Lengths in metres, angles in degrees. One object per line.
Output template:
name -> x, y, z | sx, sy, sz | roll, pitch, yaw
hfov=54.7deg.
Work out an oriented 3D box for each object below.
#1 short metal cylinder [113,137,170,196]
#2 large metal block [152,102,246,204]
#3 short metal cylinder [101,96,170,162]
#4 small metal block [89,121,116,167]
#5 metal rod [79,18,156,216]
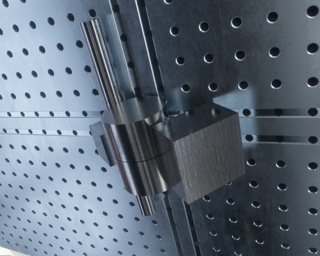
short metal cylinder -> -0.015, 0.043, 0.405 | 0.080, 0.080, 0.050 | 1, 119, 28
large metal block -> 0.046, 0.026, 0.353 | 0.050, 0.081, 0.080 | 35, 143, 57
short metal cylinder -> -0.027, -0.001, 0.384 | 0.080, 0.080, 0.050 | 1, 119, 28
small metal block -> -0.075, 0.021, 0.444 | 0.050, 0.025, 0.050 | 29, 138, 56
metal rod -> -0.052, 0.002, 0.434 | 0.025, 0.025, 0.298 | 0, 119, 28
